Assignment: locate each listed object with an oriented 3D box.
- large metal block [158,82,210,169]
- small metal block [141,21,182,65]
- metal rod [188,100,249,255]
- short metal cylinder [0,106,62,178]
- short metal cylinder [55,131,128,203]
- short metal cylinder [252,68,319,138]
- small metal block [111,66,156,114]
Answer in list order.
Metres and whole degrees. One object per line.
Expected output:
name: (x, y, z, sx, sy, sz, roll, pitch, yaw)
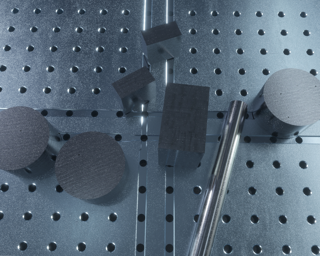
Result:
large metal block: (0.028, 0.000, 0.382, 0.050, 0.080, 0.080, 7, 70, 2)
small metal block: (0.002, -0.120, 0.442, 0.050, 0.050, 0.025, -19, 71, -7)
metal rod: (0.061, 0.102, 0.374, 0.025, 0.025, 0.299, 17, 71, 6)
short metal cylinder: (-0.171, 0.019, 0.390, 0.081, 0.050, 0.080, 0, 70, 0)
short metal cylinder: (-0.080, 0.050, 0.380, 0.081, 0.050, 0.080, 0, 70, 0)
short metal cylinder: (0.170, -0.032, 0.411, 0.081, 0.050, 0.080, 0, 70, 0)
small metal block: (-0.033, -0.050, 0.416, 0.050, 0.050, 0.025, -30, 73, -10)
